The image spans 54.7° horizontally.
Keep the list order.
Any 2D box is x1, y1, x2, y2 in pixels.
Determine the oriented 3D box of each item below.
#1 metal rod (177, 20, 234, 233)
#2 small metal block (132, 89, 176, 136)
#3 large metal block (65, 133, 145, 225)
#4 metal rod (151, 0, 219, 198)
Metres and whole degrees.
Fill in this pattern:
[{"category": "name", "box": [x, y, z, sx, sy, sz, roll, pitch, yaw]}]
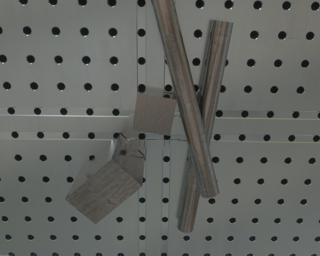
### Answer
[{"category": "metal rod", "box": [0.056, 0.012, 0.418, 0.025, 0.025, 0.298, 6, 110, -3]}, {"category": "small metal block", "box": [-0.007, -0.021, 0.406, 0.050, 0.025, 0.050, 9, 110, -4]}, {"category": "large metal block", "box": [-0.068, 0.064, 0.407, 0.080, 0.080, 0.050, -41, 106, 13]}, {"category": "metal rod", "box": [0.028, -0.053, 0.377, 0.025, 0.025, 0.298, -14, 103, 5]}]
